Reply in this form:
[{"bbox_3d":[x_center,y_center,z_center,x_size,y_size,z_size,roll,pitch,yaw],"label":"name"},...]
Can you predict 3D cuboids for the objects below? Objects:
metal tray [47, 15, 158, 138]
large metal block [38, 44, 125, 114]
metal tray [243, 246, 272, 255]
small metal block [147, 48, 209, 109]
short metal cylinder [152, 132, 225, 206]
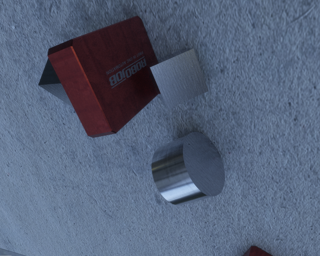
[{"bbox_3d":[-0.045,-0.059,0.324,0.030,0.131,0.090,-11,112,30],"label":"metal tray"},{"bbox_3d":[-0.080,-0.056,0.373,0.080,0.050,0.080,0,158,28],"label":"large metal block"},{"bbox_3d":[0.152,0.247,0.476,0.090,0.030,0.129,28,128,10],"label":"metal tray"},{"bbox_3d":[0.020,-0.056,0.346,0.050,0.025,0.050,-24,110,-3],"label":"small metal block"},{"bbox_3d":[0.036,0.051,0.384,0.050,0.080,0.080,-27,104,37],"label":"short metal cylinder"}]
